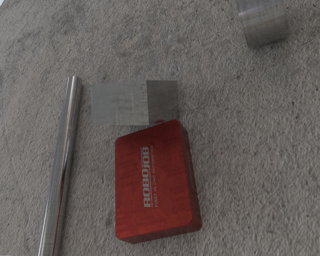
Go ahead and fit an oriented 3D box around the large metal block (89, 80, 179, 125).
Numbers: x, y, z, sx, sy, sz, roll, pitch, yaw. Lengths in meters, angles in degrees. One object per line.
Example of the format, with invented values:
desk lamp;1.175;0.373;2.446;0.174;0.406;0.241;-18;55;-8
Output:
large metal block;-0.030;-0.033;0.396;0.080;0.080;0.050;0;97;28

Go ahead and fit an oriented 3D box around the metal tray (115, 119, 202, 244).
metal tray;-0.007;0.061;0.367;0.090;0.030;0.130;-18;55;17

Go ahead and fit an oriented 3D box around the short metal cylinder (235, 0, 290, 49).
short metal cylinder;0.128;-0.147;0.392;0.050;0.080;0.080;-14;56;20

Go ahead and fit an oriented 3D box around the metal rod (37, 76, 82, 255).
metal rod;-0.141;0.046;0.449;0.025;0.025;0.299;-15;55;20
